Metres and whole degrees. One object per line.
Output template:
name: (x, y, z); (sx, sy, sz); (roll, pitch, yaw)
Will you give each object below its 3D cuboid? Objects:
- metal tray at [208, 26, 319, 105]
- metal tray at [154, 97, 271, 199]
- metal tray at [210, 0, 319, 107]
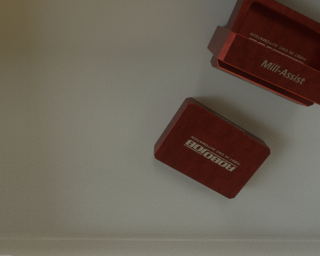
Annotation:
metal tray: (0.123, -0.072, 0.350); (0.131, 0.090, 0.030); (22, 111, -8)
metal tray: (0.069, 0.029, 0.420); (0.131, 0.030, 0.090); (30, 107, -11)
metal tray: (0.138, -0.090, 0.366); (0.131, 0.030, 0.090); (21, 99, -10)
